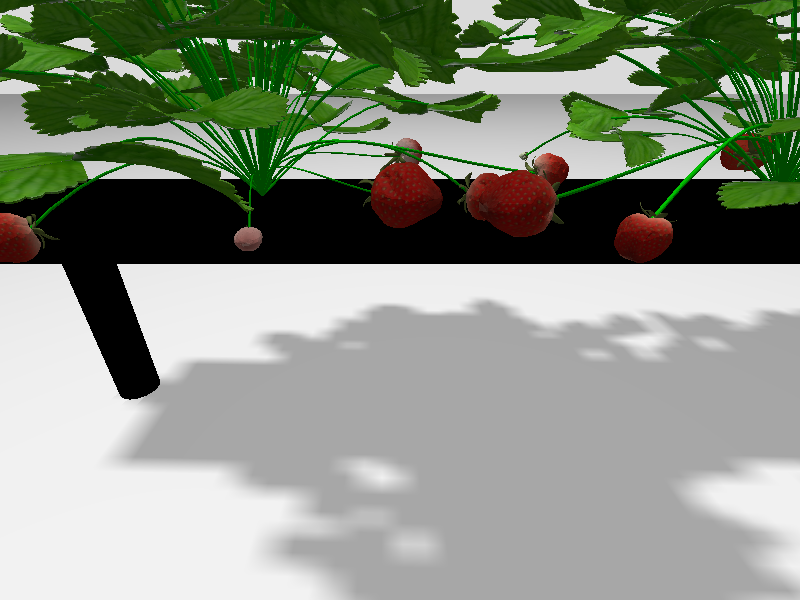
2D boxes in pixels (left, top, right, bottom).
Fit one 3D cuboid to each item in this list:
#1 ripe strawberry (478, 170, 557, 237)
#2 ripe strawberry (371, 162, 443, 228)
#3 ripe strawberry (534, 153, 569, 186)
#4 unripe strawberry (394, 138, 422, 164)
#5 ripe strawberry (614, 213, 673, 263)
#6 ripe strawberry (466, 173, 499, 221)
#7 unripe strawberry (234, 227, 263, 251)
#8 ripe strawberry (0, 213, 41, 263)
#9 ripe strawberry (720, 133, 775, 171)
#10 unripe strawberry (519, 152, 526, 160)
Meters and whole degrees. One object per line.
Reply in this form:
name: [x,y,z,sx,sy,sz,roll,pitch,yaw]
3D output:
ripe strawberry: [0.069,-0.058,0.246,0.041,0.041,0.045,-12,31,-19]
ripe strawberry: [0.005,-0.067,0.260,0.043,0.043,0.047,20,34,30]
ripe strawberry: [0.133,-0.113,0.354,0.031,0.033,0.029,-1,29,-3]
unripe strawberry: [0.010,-0.159,0.436,0.033,0.034,0.030,-21,35,-35]
ripe strawberry: [0.132,-0.033,0.219,0.025,0.026,0.028,29,3,-45]
ripe strawberry: [0.063,-0.070,0.277,0.033,0.033,0.036,16,32,16]
unripe strawberry: [-0.087,-0.034,0.230,0.016,0.014,0.015,-7,30,-12]
ripe strawberry: [-0.214,-0.032,0.215,0.027,0.028,0.029,17,40,28]
ripe strawberry: [0.373,-0.160,0.432,0.045,0.039,0.046,11,30,19]
unripe strawberry: [0.158,-0.184,0.512,0.011,0.010,0.010,-24,36,-36]
